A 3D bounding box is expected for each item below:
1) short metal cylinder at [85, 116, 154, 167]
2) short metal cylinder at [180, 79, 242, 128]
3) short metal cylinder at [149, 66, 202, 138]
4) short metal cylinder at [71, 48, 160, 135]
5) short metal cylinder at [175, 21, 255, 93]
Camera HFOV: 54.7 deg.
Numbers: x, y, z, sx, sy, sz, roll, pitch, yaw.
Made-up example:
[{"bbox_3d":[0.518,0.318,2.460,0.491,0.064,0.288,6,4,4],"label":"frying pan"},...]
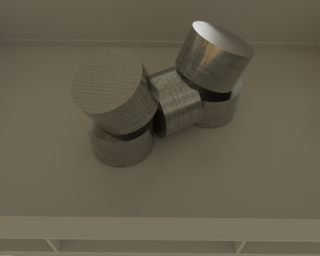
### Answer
[{"bbox_3d":[-0.048,0.001,0.385,0.081,0.050,0.080,0,50,0],"label":"short metal cylinder"},{"bbox_3d":[0.067,-0.047,0.427,0.081,0.050,0.080,0,50,0],"label":"short metal cylinder"},{"bbox_3d":[0.010,-0.033,0.395,0.050,0.080,0.080,-24,54,-19],"label":"short metal cylinder"},{"bbox_3d":[-0.047,-0.039,0.335,0.080,0.050,0.080,-9,62,17],"label":"short metal cylinder"},{"bbox_3d":[0.065,-0.087,0.376,0.081,0.050,0.080,18,35,-13],"label":"short metal cylinder"}]
